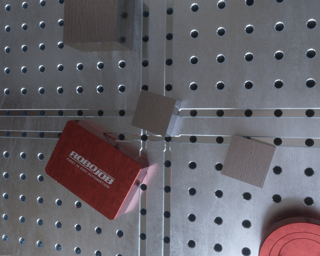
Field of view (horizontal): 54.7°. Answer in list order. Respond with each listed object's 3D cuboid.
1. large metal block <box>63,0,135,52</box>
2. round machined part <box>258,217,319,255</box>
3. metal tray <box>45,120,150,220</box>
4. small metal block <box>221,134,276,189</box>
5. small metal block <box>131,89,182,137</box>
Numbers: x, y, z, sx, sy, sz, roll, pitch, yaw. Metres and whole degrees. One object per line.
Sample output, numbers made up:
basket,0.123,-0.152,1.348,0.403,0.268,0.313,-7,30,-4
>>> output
large metal block,-0.083,-0.151,0.427,0.080,0.050,0.079,3,91,19
round machined part,0.162,0.148,0.347,0.098,0.042,0.097,0,90,19
metal tray,-0.092,0.057,0.441,0.130,0.030,0.090,30,100,17
small metal block,0.107,0.039,0.375,0.050,0.025,0.050,18,96,18
small metal block,-0.005,-0.020,0.413,0.050,0.025,0.050,19,96,18
